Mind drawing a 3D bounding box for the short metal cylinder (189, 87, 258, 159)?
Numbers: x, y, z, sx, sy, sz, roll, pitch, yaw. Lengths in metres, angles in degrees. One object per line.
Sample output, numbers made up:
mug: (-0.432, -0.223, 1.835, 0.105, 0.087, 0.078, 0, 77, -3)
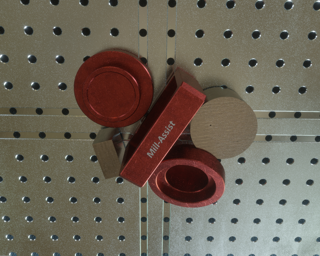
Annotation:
short metal cylinder: (0.076, -0.007, 0.394, 0.081, 0.050, 0.079, 0, 110, 0)

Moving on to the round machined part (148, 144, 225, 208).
round machined part: (0.037, 0.059, 0.410, 0.098, 0.042, 0.097, 7, 132, 8)

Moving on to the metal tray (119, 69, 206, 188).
metal tray: (0.001, -0.003, 0.373, 0.030, 0.090, 0.129, 31, 107, -11)

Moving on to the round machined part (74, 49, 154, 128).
round machined part: (-0.057, -0.045, 0.382, 0.099, 0.042, 0.097, 0, 110, 0)

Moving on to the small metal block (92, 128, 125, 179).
small metal block: (-0.064, 0.031, 0.406, 0.025, 0.050, 0.050, -14, 110, 5)
